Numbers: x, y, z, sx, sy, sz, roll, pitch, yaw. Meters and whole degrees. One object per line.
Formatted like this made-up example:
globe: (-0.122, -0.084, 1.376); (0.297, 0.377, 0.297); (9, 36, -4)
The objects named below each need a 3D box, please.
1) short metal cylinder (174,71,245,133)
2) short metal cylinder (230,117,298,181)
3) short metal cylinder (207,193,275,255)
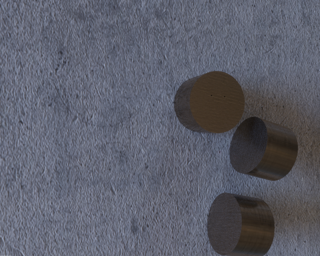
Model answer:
short metal cylinder: (0.066, -0.033, 0.420); (0.081, 0.050, 0.080); (0, 90, -20)
short metal cylinder: (0.142, 0.029, 0.432); (0.050, 0.080, 0.080); (16, 85, -19)
short metal cylinder: (0.107, 0.131, 0.419); (0.050, 0.080, 0.080); (14, 86, -20)
